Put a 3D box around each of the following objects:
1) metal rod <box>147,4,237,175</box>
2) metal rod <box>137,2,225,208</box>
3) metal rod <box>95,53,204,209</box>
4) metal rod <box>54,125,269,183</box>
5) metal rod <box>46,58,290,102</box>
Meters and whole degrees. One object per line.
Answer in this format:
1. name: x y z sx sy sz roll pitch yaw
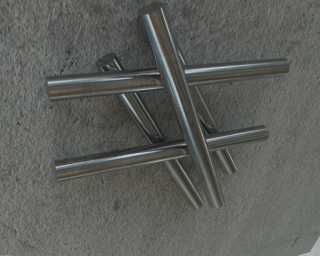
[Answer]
1. metal rod: 0.052 -0.029 0.420 0.025 0.025 0.299 -37 130 -4
2. metal rod: 0.038 0.001 0.367 0.025 0.025 0.299 -31 129 -9
3. metal rod: 0.002 0.026 0.426 0.025 0.025 0.299 -35 129 -5
4. metal rod: 0.020 0.028 0.406 0.303 0.025 0.025 -9 122 -24
5. metal rod: 0.029 -0.060 0.357 0.303 0.025 0.025 -9 123 -24
